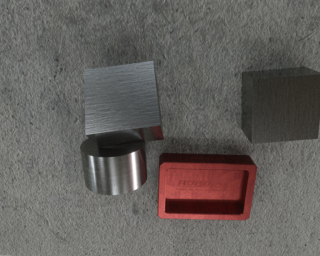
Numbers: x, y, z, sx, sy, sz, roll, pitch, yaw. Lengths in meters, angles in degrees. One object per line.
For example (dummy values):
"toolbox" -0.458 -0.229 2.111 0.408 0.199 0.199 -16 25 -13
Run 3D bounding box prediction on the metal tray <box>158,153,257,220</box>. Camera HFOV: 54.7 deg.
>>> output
"metal tray" 0.063 0.083 0.438 0.131 0.030 0.089 2 110 -1

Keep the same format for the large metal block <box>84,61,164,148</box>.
"large metal block" -0.041 -0.027 0.365 0.080 0.050 0.080 -7 70 2

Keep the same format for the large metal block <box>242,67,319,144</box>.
"large metal block" 0.149 -0.029 0.387 0.080 0.050 0.079 -5 110 1

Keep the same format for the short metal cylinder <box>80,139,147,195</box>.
"short metal cylinder" -0.058 0.042 0.396 0.080 0.080 0.050 -2 110 0
